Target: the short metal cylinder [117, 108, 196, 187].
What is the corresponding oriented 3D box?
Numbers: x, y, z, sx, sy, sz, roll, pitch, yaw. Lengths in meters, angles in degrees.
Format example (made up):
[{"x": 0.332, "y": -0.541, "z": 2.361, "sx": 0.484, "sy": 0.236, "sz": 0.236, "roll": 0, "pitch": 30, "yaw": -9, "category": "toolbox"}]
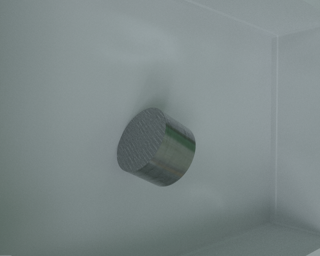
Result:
[{"x": -0.005, "y": 0.023, "z": 0.365, "sx": 0.050, "sy": 0.080, "sz": 0.080, "roll": 32, "pitch": 70, "yaw": -35, "category": "short metal cylinder"}]
